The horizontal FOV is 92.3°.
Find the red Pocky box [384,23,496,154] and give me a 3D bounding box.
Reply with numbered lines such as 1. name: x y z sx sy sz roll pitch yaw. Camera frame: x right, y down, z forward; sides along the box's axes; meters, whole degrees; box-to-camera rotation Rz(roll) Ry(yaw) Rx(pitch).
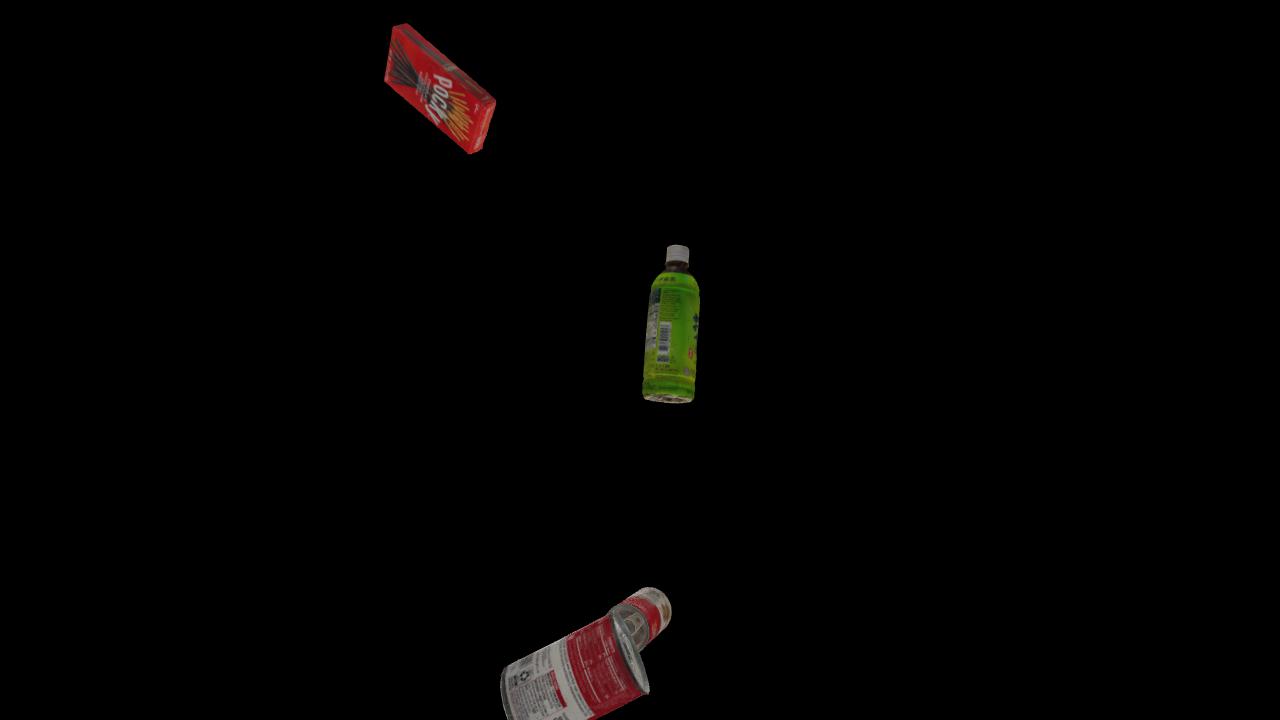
1. red Pocky box: -0.259 -0.347 0.792 0.028 0.155 0.083 -48 -2 -44

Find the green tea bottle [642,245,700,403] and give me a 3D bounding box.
1. green tea bottle: 0.044 -0.050 0.824 0.073 0.212 0.073 4 -9 1

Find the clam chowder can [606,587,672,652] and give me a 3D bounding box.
1. clam chowder can: -0.001 0.369 0.878 0.068 0.068 0.102 0 -5 21

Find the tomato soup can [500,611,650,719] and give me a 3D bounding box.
1. tomato soup can: -0.052 0.257 0.493 0.101 0.068 0.068 -26 1 -3
